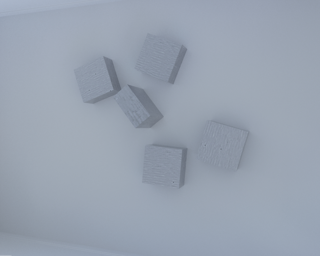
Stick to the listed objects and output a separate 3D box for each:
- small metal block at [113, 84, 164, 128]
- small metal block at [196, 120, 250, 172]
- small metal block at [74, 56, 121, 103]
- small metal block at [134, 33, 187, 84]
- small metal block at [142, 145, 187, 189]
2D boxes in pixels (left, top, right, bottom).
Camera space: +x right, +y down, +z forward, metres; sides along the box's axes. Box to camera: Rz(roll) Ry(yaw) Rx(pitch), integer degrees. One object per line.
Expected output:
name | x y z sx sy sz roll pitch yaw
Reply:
small metal block | -0.027 -0.027 0.406 0.025 0.050 0.050 -40 78 15
small metal block | 0.078 0.021 0.383 0.050 0.025 0.050 17 96 18
small metal block | -0.088 -0.067 0.440 0.050 0.025 0.050 -20 84 18
small metal block | 0.001 -0.091 0.409 0.050 0.025 0.050 24 98 18
small metal block | 0.006 0.049 0.407 0.050 0.025 0.050 6 92 19
